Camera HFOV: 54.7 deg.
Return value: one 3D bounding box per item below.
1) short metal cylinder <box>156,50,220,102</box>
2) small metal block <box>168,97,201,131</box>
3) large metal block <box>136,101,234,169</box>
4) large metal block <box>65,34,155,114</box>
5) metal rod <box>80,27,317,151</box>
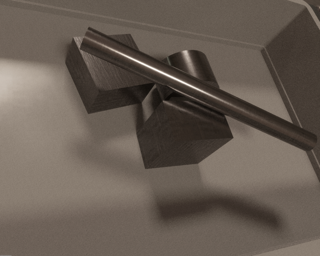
[{"bbox_3d":[0.035,-0.062,0.429,0.081,0.080,0.050,-4,64,-30],"label":"short metal cylinder"},{"bbox_3d":[0.029,-0.017,0.417,0.050,0.050,0.025,-1,63,-29],"label":"small metal block"},{"bbox_3d":[0.027,0.009,0.381,0.081,0.080,0.050,-2,63,-29],"label":"large metal block"},{"bbox_3d":[-0.065,-0.072,0.400,0.081,0.050,0.080,-16,70,-35],"label":"large metal block"},{"bbox_3d":[0.057,-0.037,0.357,0.302,0.025,0.025,22,53,-15],"label":"metal rod"}]
